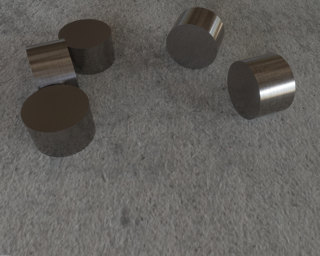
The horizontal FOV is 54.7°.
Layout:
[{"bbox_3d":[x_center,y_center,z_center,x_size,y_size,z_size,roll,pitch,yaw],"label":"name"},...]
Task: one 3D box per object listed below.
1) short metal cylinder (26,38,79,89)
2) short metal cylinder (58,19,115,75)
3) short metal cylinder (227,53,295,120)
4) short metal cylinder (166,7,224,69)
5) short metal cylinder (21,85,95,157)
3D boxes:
[{"bbox_3d":[-0.148,-0.080,0.433,0.050,0.080,0.080,-17,52,-14],"label":"short metal cylinder"},{"bbox_3d":[-0.115,-0.130,0.495,0.081,0.050,0.080,0,50,0],"label":"short metal cylinder"},{"bbox_3d":[0.133,-0.056,0.416,0.050,0.080,0.080,-16,52,-13],"label":"short metal cylinder"},{"bbox_3d":[0.056,-0.140,0.486,0.080,0.080,0.050,15,52,12],"label":"short metal cylinder"},{"bbox_3d":[-0.127,-0.010,0.394,0.081,0.050,0.080,0,50,0],"label":"short metal cylinder"}]
